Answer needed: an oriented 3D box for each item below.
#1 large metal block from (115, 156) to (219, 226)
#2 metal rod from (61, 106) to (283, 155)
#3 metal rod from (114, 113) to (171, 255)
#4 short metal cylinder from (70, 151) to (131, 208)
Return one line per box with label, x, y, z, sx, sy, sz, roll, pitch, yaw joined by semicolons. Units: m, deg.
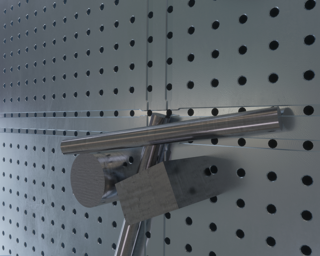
large metal block;0.009;0.073;0.366;0.080;0.081;0.050;-30;72;36
metal rod;-0.009;0.009;0.385;0.300;0.025;0.025;-8;85;30
metal rod;-0.037;0.124;0.439;0.025;0.025;0.298;25;105;37
short metal cylinder;-0.090;0.075;0.467;0.080;0.050;0.079;0;90;40
